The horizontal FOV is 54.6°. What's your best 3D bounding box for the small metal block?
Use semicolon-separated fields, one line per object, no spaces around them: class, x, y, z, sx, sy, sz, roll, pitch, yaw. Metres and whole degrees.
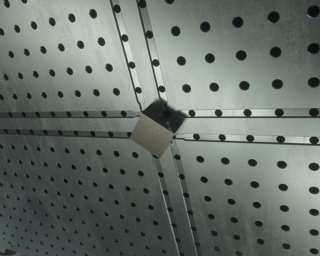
small metal block;-0.007;0.005;0.418;0.050;0.025;0.050;33;129;6
